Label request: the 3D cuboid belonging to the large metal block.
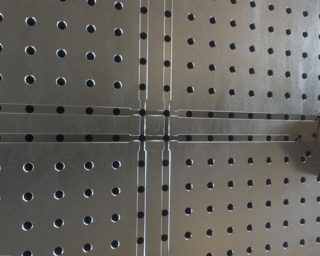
[{"bbox_3d":[0.287,0.027,0.508,0.080,0.050,0.080,-40,103,-16],"label":"large metal block"}]
